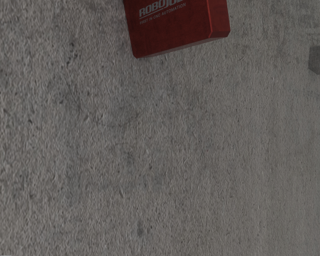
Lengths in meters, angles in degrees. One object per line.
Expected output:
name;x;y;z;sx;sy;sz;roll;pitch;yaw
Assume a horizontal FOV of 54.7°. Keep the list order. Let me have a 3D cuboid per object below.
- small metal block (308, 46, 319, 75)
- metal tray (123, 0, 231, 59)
small metal block;0.366;-0.155;0.710;0.050;0.025;0.050;14;81;-39
metal tray;0.012;-0.134;0.346;0.030;0.130;0.089;-17;101;-39
